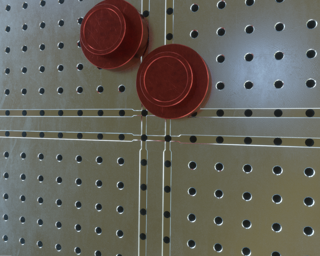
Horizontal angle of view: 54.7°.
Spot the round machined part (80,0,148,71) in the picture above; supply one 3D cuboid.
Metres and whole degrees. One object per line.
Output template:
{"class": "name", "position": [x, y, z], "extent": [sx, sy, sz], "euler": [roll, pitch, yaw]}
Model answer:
{"class": "round machined part", "position": [-0.069, -0.130, 0.427], "extent": [0.098, 0.042, 0.097], "euler": [0, 90, 19]}

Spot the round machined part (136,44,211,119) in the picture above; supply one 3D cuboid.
{"class": "round machined part", "position": [0.014, -0.060, 0.398], "extent": [0.098, 0.042, 0.097], "euler": [0, 90, 19]}
